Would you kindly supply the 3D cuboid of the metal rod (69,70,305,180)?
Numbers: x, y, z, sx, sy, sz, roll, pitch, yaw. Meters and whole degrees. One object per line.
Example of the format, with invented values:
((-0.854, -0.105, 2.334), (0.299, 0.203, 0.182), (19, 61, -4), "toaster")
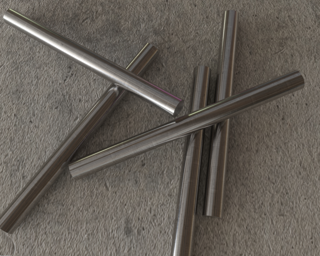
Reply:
((0.031, -0.003, 0.384), (0.301, 0.025, 0.025), (-22, 72, 1), "metal rod")

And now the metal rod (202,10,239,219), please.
((0.085, -0.032, 0.420), (0.025, 0.025, 0.299), (8, 70, 3), "metal rod")

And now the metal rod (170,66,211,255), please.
((0.038, 0.057, 0.387), (0.025, 0.025, 0.299), (8, 70, 2), "metal rod")

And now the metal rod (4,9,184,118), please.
((-0.101, -0.096, 0.421), (0.301, 0.025, 0.025), (30, 73, 18), "metal rod")

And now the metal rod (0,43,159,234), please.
((-0.097, 0.002, 0.406), (0.025, 0.025, 0.300), (33, 73, 11), "metal rod")
